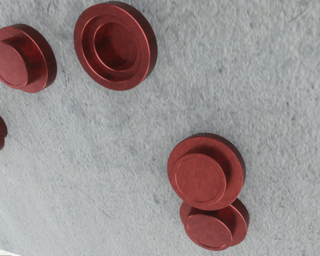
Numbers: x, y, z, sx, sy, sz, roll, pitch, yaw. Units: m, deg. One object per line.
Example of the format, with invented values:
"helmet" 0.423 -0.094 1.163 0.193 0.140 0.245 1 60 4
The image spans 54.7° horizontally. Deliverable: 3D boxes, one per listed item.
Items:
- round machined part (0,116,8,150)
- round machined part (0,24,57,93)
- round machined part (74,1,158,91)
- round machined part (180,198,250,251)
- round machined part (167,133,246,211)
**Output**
"round machined part" -0.319 0.001 0.561 0.098 0.042 0.097 13 124 20
"round machined part" -0.201 -0.094 0.441 0.098 0.042 0.097 13 124 20
"round machined part" -0.047 -0.096 0.360 0.098 0.042 0.097 13 124 20
"round machined part" 0.073 0.135 0.439 0.098 0.042 0.097 13 124 20
"round machined part" 0.053 0.058 0.386 0.098 0.042 0.097 6 104 24
